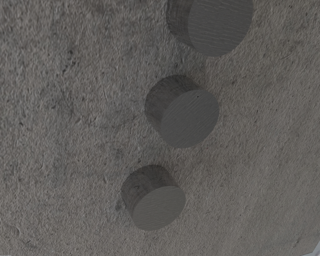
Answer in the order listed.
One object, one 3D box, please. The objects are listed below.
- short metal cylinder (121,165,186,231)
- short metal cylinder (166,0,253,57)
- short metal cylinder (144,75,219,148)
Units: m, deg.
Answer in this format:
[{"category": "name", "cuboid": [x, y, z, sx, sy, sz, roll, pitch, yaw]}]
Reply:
[{"category": "short metal cylinder", "cuboid": [-0.010, 0.100, 0.447, 0.081, 0.050, 0.079, -14, 124, -21]}, {"category": "short metal cylinder", "cuboid": [0.054, -0.125, 0.342, 0.081, 0.050, 0.079, -14, 124, -21]}, {"category": "short metal cylinder", "cuboid": [0.027, -0.021, 0.392, 0.081, 0.050, 0.079, -14, 124, -21]}]
